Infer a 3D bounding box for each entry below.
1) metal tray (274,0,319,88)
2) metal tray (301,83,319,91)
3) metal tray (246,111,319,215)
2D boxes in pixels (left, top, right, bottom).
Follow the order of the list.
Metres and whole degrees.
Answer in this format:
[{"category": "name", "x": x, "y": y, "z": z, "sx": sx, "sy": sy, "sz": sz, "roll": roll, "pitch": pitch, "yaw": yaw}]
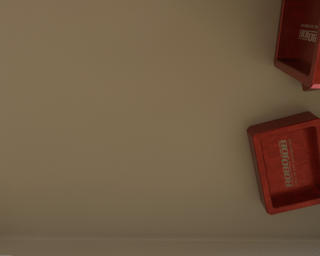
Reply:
[{"category": "metal tray", "x": 0.155, "y": -0.098, "z": 0.319, "sx": 0.030, "sy": 0.130, "sz": 0.089, "roll": 2, "pitch": 110, "yaw": 4}, {"category": "metal tray", "x": 0.218, "y": -0.076, "z": 0.330, "sx": 0.091, "sy": 0.130, "sz": 0.030, "roll": -8, "pitch": 81, "yaw": 3}, {"category": "metal tray", "x": 0.179, "y": 0.051, "z": 0.428, "sx": 0.090, "sy": 0.030, "sz": 0.129, "roll": -15, "pitch": 110, "yaw": 5}]
